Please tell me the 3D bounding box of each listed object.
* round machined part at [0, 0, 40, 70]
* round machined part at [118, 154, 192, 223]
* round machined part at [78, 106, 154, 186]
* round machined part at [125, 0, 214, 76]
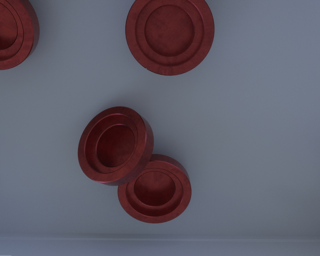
[{"bbox_3d":[-0.187,-0.119,0.351,0.099,0.042,0.097,-1,120,-1],"label":"round machined part"},{"bbox_3d":[-0.007,0.080,0.431,0.099,0.042,0.097,0,110,0],"label":"round machined part"},{"bbox_3d":[-0.051,0.025,0.392,0.098,0.098,0.042,-33,148,11],"label":"round machined part"},{"bbox_3d":[0.011,-0.113,0.360,0.099,0.042,0.097,0,110,0],"label":"round machined part"}]
